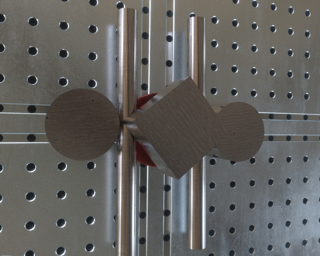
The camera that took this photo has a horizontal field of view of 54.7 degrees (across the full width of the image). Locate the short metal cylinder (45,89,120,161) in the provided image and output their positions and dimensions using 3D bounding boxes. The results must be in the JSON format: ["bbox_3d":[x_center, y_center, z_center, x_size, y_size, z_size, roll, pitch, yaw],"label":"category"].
[{"bbox_3d":[-0.093,-0.004,0.365,0.081,0.050,0.080,0,90,-20],"label":"short metal cylinder"}]

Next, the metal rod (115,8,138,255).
[{"bbox_3d":[-0.040,0.008,0.375,0.025,0.025,0.298,1,90,-20],"label":"metal rod"}]

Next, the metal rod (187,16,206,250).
[{"bbox_3d":[0.048,0.007,0.408,0.025,0.025,0.298,0,90,-20],"label":"metal rod"}]

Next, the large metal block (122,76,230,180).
[{"bbox_3d":[0.017,-0.001,0.355,0.080,0.050,0.080,-40,103,-16],"label":"large metal block"}]

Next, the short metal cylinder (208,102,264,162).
[{"bbox_3d":[0.097,0.005,0.434,0.081,0.050,0.080,0,90,-20],"label":"short metal cylinder"}]

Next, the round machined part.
[{"bbox_3d":[-0.001,0.003,0.404,0.099,0.042,0.097,0,90,-20],"label":"round machined part"}]
